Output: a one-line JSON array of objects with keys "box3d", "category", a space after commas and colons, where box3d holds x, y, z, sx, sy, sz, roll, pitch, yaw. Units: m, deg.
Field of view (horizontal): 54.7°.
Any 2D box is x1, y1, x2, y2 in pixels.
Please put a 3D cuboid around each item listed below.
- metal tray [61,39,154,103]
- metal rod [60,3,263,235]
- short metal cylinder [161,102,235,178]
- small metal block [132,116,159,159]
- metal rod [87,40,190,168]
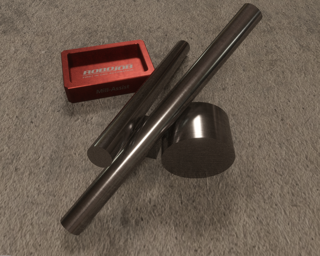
[{"box3d": [-0.079, -0.089, 0.473, 0.131, 0.030, 0.090, -11, 51, -10], "category": "metal tray"}, {"box3d": [0.004, -0.012, 0.328, 0.025, 0.025, 0.300, 39, 86, 27], "category": "metal rod"}, {"box3d": [0.042, 0.016, 0.355, 0.081, 0.080, 0.050, 0, 50, 0], "category": "short metal cylinder"}, {"box3d": [-0.026, 0.009, 0.379, 0.050, 0.050, 0.025, 12, 51, 10], "category": "small metal block"}, {"box3d": [-0.009, -0.054, 0.400, 0.025, 0.025, 0.301, 15, 37, 12], "category": "metal rod"}]
